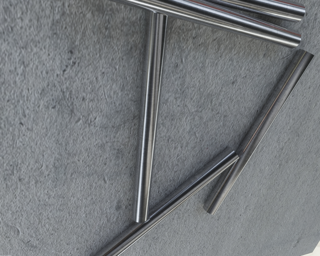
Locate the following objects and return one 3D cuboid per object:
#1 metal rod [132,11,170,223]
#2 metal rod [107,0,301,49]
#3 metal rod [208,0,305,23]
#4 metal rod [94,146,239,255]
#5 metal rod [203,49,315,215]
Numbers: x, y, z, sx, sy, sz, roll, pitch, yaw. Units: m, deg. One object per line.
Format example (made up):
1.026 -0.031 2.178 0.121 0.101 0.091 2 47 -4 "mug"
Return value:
-0.016 0.006 0.401 0.025 0.025 0.298 -8 122 -24 "metal rod"
0.061 -0.124 0.345 0.302 0.025 0.025 0 118 -35 "metal rod"
0.048 -0.150 0.339 0.303 0.025 0.025 -1 119 -28 "metal rod"
0.001 0.133 0.488 0.301 0.025 0.025 -39 129 -2 "metal rod"
0.151 0.016 0.498 0.025 0.025 0.298 15 111 -35 "metal rod"
